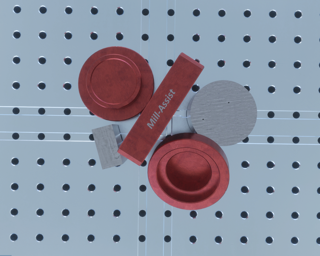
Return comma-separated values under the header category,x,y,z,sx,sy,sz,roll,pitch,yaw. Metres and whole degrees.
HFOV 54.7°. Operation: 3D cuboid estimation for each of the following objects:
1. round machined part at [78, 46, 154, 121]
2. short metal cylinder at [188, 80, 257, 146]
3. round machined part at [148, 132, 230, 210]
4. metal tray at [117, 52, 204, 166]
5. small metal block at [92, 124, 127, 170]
category,x,y,z,sx,sy,sz,roll,pitch,yaw
round machined part,-0.057,-0.057,0.400,0.099,0.042,0.097,0,90,0
short metal cylinder,0.077,-0.018,0.397,0.081,0.050,0.079,0,90,0
round machined part,0.037,0.050,0.390,0.098,0.042,0.097,4,112,9
metal tray,0.001,-0.021,0.377,0.030,0.090,0.130,33,90,0
small metal block,-0.063,0.023,0.396,0.025,0.050,0.050,-15,90,0
